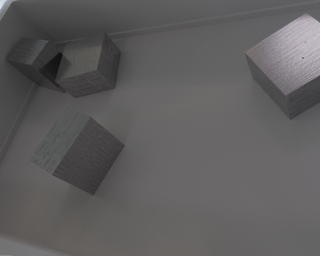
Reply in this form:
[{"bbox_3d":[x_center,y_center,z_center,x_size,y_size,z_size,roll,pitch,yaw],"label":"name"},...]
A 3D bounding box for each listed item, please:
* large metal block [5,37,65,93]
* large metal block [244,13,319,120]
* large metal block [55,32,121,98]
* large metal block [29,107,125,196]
[{"bbox_3d":[-0.206,-0.111,0.547,0.080,0.080,0.050,17,71,34],"label":"large metal block"},{"bbox_3d":[0.156,-0.070,0.350,0.080,0.050,0.080,-32,52,7],"label":"large metal block"},{"bbox_3d":[-0.117,-0.103,0.515,0.080,0.050,0.080,-10,57,23],"label":"large metal block"},{"bbox_3d":[-0.105,0.031,0.406,0.050,0.080,0.080,20,73,36],"label":"large metal block"}]
